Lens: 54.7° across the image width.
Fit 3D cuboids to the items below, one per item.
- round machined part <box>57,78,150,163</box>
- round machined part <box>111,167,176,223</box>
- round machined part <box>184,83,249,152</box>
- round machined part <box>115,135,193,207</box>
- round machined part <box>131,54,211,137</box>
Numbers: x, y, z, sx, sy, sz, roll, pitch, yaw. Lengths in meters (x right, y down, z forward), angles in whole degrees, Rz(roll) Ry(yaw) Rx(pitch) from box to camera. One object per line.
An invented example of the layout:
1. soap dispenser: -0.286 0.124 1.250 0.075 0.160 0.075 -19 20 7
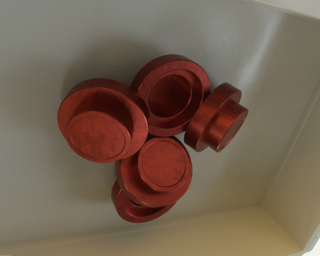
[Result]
1. round machined part: -0.062 -0.001 0.333 0.099 0.042 0.097 3 126 4
2. round machined part: -0.021 0.082 0.434 0.099 0.042 0.097 -14 124 -21
3. round machined part: 0.078 -0.007 0.405 0.098 0.042 0.098 -44 158 -23
4. round machined part: -0.002 0.048 0.387 0.099 0.098 0.042 -6 166 -25
5. round machined part: 0.008 -0.041 0.373 0.099 0.042 0.097 -14 124 -21
